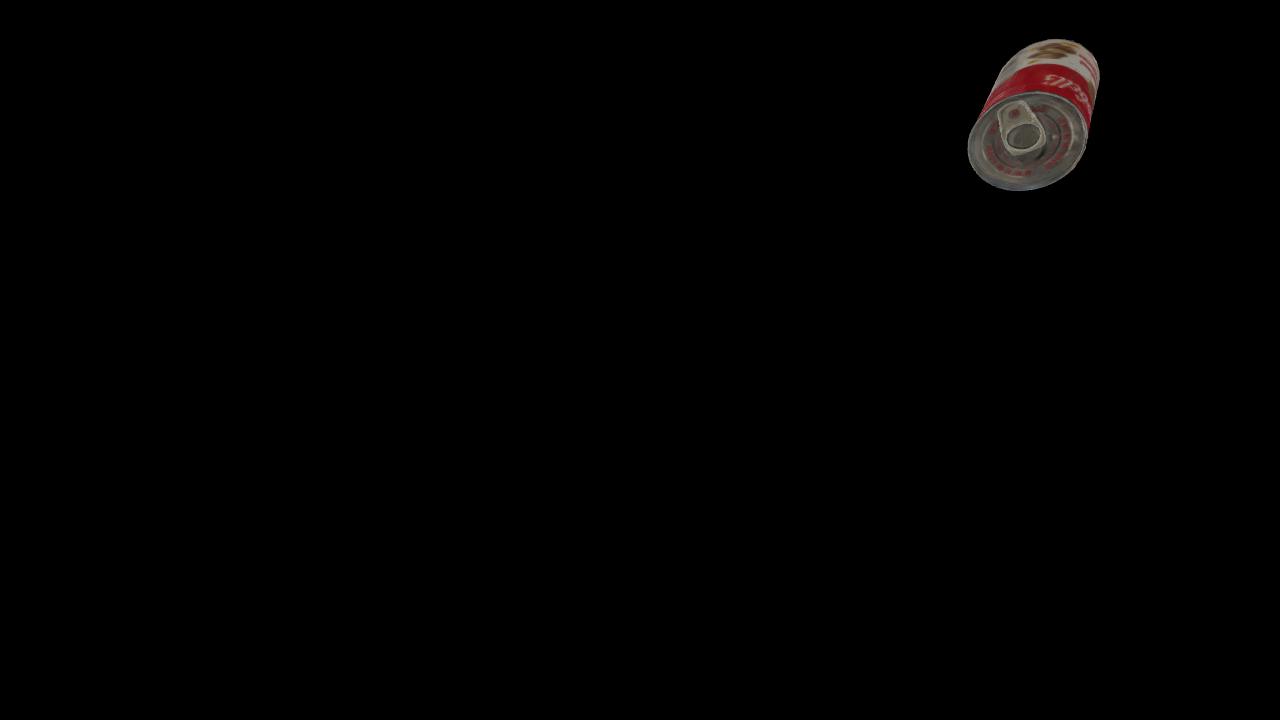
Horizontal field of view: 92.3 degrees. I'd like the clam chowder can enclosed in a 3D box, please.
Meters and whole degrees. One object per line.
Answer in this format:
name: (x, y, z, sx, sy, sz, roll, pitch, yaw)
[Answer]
clam chowder can: (0.276, -0.173, 0.430, 0.068, 0.068, 0.102, 0, 40, 41)
